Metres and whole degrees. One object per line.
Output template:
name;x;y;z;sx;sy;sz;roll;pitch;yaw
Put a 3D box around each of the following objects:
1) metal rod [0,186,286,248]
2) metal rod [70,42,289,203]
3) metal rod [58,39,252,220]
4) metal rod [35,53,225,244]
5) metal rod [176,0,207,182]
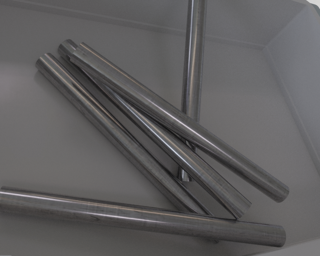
metal rod;-0.005;0.096;0.323;0.302;0.025;0.025;12;57;-14
metal rod;0.032;0.000;0.364;0.301;0.025;0.025;34;51;-11
metal rod;-0.015;-0.006;0.375;0.300;0.025;0.025;42;50;11
metal rod;-0.035;0.022;0.372;0.300;0.025;0.025;44;51;3
metal rod;0.044;-0.082;0.402;0.025;0.025;0.298;7;83;-25
